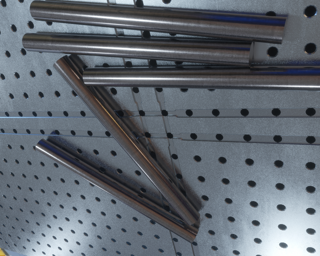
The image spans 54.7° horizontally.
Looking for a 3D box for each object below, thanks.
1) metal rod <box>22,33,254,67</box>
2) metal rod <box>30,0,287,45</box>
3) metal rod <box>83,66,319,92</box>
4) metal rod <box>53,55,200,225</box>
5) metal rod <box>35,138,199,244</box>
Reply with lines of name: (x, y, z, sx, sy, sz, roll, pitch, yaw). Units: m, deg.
metal rod: (-0.044, -0.097, 0.372, 0.301, 0.025, 0.025, 9, 122, 22)
metal rod: (-0.020, -0.121, 0.345, 0.301, 0.025, 0.025, 12, 124, 21)
metal rod: (0.040, -0.057, 0.353, 0.301, 0.025, 0.025, 5, 121, 25)
metal rod: (-0.043, 0.023, 0.446, 0.025, 0.025, 0.300, -32, 101, 38)
metal rod: (-0.075, 0.099, 0.510, 0.301, 0.025, 0.025, 28, 128, 9)
